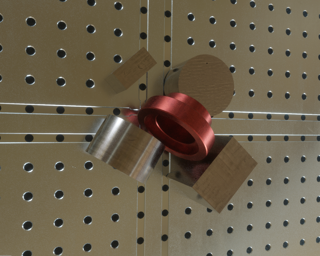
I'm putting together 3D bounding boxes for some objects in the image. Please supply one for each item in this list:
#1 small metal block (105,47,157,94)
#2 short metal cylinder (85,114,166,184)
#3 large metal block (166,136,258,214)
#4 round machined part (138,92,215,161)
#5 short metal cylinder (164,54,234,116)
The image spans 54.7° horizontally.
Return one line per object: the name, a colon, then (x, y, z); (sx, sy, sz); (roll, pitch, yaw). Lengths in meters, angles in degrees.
small metal block: (-0.037, -0.071, 0.386); (0.050, 0.050, 0.025); (-44, 104, -15)
short metal cylinder: (-0.040, 0.026, 0.369); (0.080, 0.080, 0.050); (33, 79, -18)
large metal block: (0.066, 0.056, 0.410); (0.050, 0.080, 0.080); (45, 76, -15)
round machined part: (0.024, -0.006, 0.384); (0.098, 0.098, 0.042); (43, 64, -16)
short metal cylinder: (0.052, -0.055, 0.419); (0.081, 0.050, 0.079); (0, 90, -21)
